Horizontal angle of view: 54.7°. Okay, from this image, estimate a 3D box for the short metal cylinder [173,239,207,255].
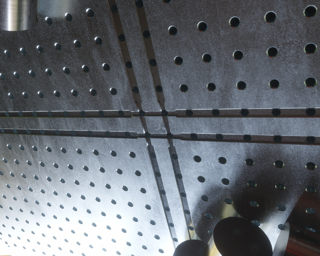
[{"bbox_3d":[0.054,0.225,0.485,0.080,0.080,0.050,24,127,13],"label":"short metal cylinder"}]

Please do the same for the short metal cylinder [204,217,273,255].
[{"bbox_3d":[0.106,0.171,0.425,0.080,0.080,0.050,23,127,14],"label":"short metal cylinder"}]

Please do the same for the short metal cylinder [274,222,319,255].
[{"bbox_3d":[0.173,0.166,0.387,0.050,0.080,0.079,19,126,16],"label":"short metal cylinder"}]

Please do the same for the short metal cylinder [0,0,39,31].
[{"bbox_3d":[-0.189,-0.160,0.374,0.080,0.080,0.050,29,128,9],"label":"short metal cylinder"}]
